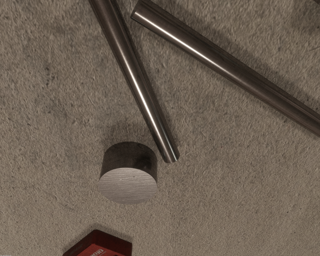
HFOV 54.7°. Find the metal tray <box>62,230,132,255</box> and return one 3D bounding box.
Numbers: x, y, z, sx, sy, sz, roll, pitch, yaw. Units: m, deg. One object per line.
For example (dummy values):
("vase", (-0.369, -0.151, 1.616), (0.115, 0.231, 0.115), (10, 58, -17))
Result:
("metal tray", (-0.129, 0.258, 0.621), (0.090, 0.030, 0.129), (32, 123, -25))

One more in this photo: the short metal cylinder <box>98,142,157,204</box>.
("short metal cylinder", (-0.044, 0.066, 0.446), (0.081, 0.050, 0.079), (0, 130, 0))

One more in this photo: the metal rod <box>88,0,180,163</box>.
("metal rod", (-0.031, -0.067, 0.349), (0.025, 0.025, 0.299), (-15, 129, 11))

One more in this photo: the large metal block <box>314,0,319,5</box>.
("large metal block", (0.183, -0.149, 0.266), (0.081, 0.050, 0.079), (6, 130, -6))

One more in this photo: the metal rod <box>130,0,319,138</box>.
("metal rod", (0.102, -0.056, 0.360), (0.301, 0.025, 0.025), (27, 125, -22))
